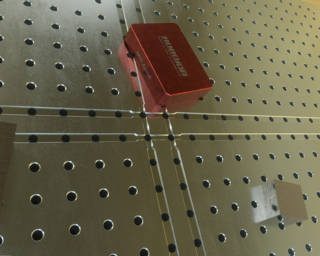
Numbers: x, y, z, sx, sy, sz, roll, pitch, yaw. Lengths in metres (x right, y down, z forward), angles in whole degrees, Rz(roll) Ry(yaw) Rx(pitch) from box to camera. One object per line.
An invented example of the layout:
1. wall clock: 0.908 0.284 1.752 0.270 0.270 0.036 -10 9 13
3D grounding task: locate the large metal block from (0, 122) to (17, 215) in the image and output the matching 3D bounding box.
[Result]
1. large metal block: -0.179 0.036 0.274 0.081 0.050 0.080 10 57 -23

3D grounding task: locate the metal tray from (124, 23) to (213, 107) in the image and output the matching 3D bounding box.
1. metal tray: 0.013 -0.101 0.473 0.091 0.030 0.130 -14 69 -34

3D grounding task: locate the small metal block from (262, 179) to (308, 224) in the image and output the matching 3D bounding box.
1. small metal block: 0.176 0.104 0.439 0.050 0.025 0.050 14 56 -20
